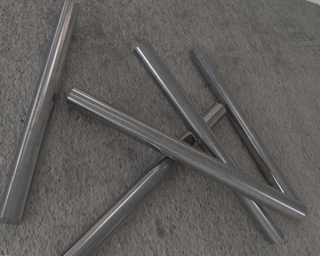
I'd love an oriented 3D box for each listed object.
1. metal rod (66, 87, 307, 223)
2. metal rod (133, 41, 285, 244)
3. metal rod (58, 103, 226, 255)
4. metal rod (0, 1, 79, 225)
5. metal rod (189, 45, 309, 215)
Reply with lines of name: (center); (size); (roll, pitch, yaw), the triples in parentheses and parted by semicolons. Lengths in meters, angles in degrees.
metal rod: (0.030, 0.031, 0.365); (0.301, 0.025, 0.025); (27, 52, 1)
metal rod: (0.063, 0.020, 0.395); (0.025, 0.025, 0.299); (-37, 92, -38)
metal rod: (0.000, 0.051, 0.372); (0.025, 0.025, 0.302); (46, 51, 3)
metal rod: (-0.131, -0.043, 0.359); (0.025, 0.025, 0.300); (15, 56, -20)
metal rod: (0.128, -0.003, 0.474); (0.025, 0.025, 0.299); (-17, 71, -35)
